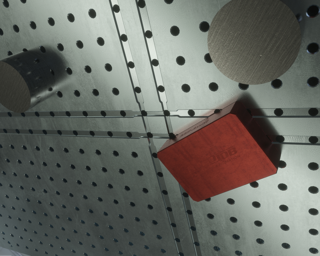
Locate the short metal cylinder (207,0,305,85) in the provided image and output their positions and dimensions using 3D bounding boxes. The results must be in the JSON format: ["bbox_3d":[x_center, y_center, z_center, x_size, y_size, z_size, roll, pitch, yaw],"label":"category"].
[{"bbox_3d":[0.091,-0.087,0.293,0.080,0.050,0.079,13,124,21],"label":"short metal cylinder"}]

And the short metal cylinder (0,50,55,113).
[{"bbox_3d":[-0.206,-0.069,0.461,0.080,0.050,0.079,13,124,21],"label":"short metal cylinder"}]

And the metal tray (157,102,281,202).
[{"bbox_3d":[0.070,0.036,0.393,0.130,0.030,0.090,-32,101,38],"label":"metal tray"}]
